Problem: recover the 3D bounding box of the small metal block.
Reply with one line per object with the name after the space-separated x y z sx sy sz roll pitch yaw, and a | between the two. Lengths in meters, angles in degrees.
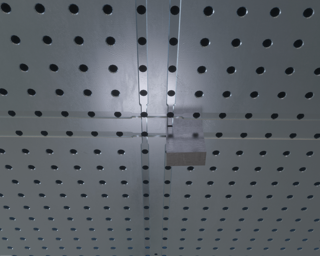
0.033 0.024 0.416 0.050 0.050 0.025 -1 130 1 | small metal block
